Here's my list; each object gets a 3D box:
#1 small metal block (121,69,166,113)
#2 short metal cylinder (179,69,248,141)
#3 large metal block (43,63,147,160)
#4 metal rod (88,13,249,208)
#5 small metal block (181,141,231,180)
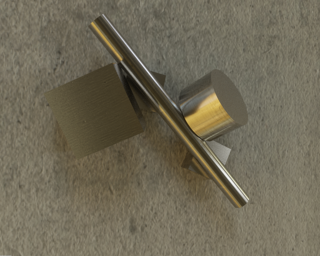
[{"bbox_3d":[-0.025,-0.049,0.402,0.050,0.025,0.050,13,86,-20],"label":"small metal block"},{"bbox_3d":[0.070,-0.029,0.403,0.080,0.050,0.080,33,42,-35],"label":"short metal cylinder"},{"bbox_3d":[-0.070,-0.021,0.354,0.080,0.050,0.080,-23,100,5],"label":"large metal block"},{"bbox_3d":[0.020,-0.012,0.392,0.025,0.025,0.300,-43,104,-15],"label":"metal rod"},{"bbox_3d":[0.065,0.042,0.436,0.050,0.025,0.050,26,81,-19],"label":"small metal block"}]
